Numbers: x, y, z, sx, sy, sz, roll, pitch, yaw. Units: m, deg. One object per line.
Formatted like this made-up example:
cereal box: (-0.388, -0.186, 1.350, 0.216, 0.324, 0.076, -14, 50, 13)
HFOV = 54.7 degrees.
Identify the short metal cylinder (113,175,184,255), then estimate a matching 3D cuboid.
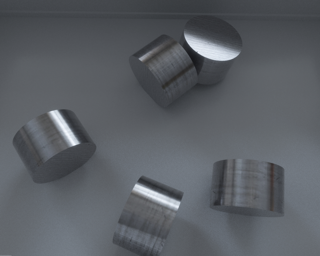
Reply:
short metal cylinder: (-0.012, 0.099, 0.344, 0.050, 0.080, 0.080, 22, 72, 7)

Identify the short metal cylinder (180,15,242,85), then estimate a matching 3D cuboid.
short metal cylinder: (0.065, -0.107, 0.425, 0.081, 0.050, 0.080, 6, 60, -11)

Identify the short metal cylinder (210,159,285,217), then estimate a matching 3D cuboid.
short metal cylinder: (0.100, 0.071, 0.355, 0.080, 0.080, 0.050, 8, 71, 3)

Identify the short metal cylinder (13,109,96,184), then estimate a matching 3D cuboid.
short metal cylinder: (-0.125, 0.022, 0.371, 0.080, 0.080, 0.050, -33, 74, -11)

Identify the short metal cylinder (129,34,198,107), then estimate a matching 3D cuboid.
short metal cylinder: (0.004, -0.074, 0.407, 0.050, 0.080, 0.080, -38, 75, -12)
